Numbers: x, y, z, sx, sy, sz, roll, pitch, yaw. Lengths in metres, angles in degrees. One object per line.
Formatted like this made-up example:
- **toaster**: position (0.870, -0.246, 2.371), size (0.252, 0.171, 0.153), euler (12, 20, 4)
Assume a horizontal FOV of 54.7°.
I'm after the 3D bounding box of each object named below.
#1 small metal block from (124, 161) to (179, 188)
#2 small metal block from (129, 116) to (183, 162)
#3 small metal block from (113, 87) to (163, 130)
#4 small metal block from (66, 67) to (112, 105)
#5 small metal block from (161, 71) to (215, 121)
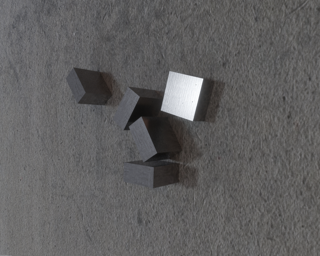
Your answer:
- **small metal block**: position (-0.011, 0.057, 0.398), size (0.050, 0.050, 0.025), euler (3, 92, 40)
- **small metal block**: position (-0.005, 0.014, 0.393), size (0.025, 0.050, 0.050), euler (-37, 67, 34)
- **small metal block**: position (-0.027, -0.025, 0.411), size (0.025, 0.050, 0.050), euler (42, 116, 32)
- **small metal block**: position (-0.110, -0.063, 0.479), size (0.025, 0.050, 0.050), euler (-44, 64, 31)
- **small metal block**: position (0.033, -0.039, 0.378), size (0.050, 0.025, 0.050), euler (21, 103, 38)
